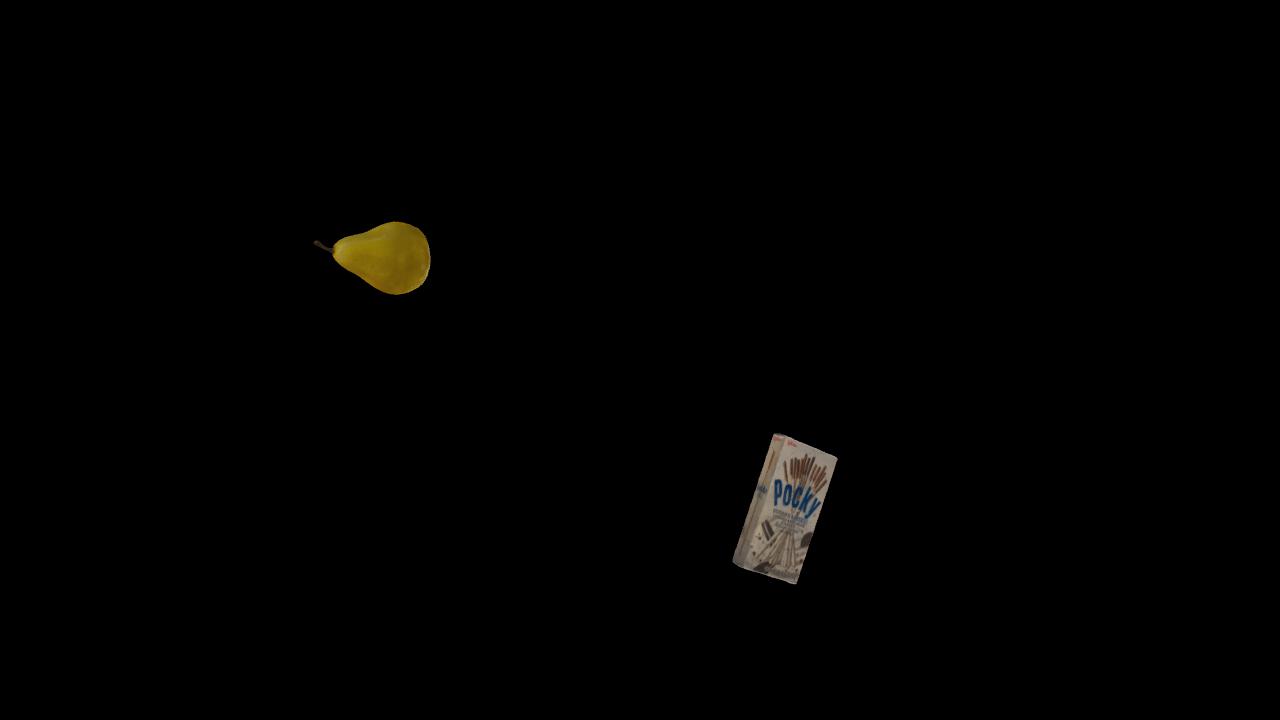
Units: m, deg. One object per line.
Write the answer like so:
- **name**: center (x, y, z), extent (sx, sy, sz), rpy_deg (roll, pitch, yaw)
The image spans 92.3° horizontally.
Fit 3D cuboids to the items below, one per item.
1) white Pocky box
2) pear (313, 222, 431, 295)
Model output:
- **white Pocky box**: center (0.166, 0.169, 0.701), extent (0.084, 0.154, 0.028), rpy_deg (24, -8, -23)
- **pear**: center (-0.281, -0.107, 0.647), extent (0.111, 0.080, 0.080), rpy_deg (-7, 4, -33)
